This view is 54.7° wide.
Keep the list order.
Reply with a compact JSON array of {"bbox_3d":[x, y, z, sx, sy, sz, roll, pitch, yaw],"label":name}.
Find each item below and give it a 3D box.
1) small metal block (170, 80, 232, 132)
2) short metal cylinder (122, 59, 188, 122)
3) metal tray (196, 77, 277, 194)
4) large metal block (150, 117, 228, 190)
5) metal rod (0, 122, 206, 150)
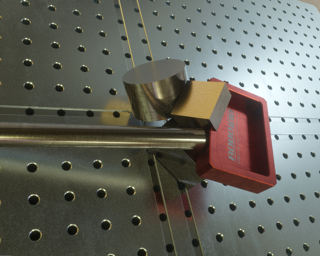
[{"bbox_3d":[0.048,-0.027,0.359,0.025,0.050,0.050,50,58,-46],"label":"small metal block"},{"bbox_3d":[-0.002,-0.050,0.396,0.080,0.080,0.050,-40,128,-39],"label":"short metal cylinder"},{"bbox_3d":[0.093,0.007,0.385,0.091,0.030,0.130,19,54,-17],"label":"metal tray"},{"bbox_3d":[0.042,0.019,0.403,0.080,0.050,0.080,46,51,3],"label":"large metal block"},{"bbox_3d":[-0.099,0.008,0.313,0.302,0.025,0.025,2,60,-15],"label":"metal rod"}]
